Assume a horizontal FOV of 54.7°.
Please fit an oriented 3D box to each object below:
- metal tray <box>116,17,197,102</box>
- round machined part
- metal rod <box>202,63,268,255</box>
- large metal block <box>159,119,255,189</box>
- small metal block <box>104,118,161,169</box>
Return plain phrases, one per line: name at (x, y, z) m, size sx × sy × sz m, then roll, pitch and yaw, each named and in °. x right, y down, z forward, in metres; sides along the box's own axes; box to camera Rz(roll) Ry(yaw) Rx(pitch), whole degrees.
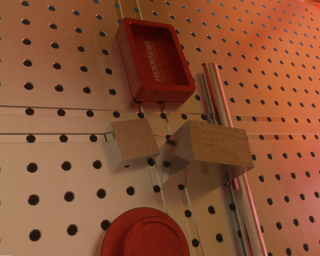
metal tray at (-0.007, -0.102, 0.464) m, size 0.091 × 0.030 × 0.130 m, roll -2°, pitch 63°, yaw -30°
round machined part at (-0.011, 0.128, 0.314) m, size 0.099 × 0.042 × 0.098 m, roll 14°, pitch 56°, yaw -21°
metal rod at (0.101, 0.030, 0.446) m, size 0.025 × 0.025 × 0.299 m, roll 7°, pitch 59°, yaw -25°
large metal block at (0.053, 0.036, 0.381) m, size 0.081 × 0.080 × 0.050 m, roll 9°, pitch 58°, yaw -24°
small metal block at (-0.034, 0.018, 0.380) m, size 0.050 × 0.025 × 0.050 m, roll -8°, pitch 66°, yaw -32°
